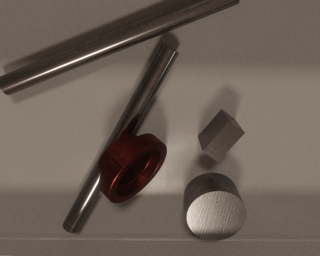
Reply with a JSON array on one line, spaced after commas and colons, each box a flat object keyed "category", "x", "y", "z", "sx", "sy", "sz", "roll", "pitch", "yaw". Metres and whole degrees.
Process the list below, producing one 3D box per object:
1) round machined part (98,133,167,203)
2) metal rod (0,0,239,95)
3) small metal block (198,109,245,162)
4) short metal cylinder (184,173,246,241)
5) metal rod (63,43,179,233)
[{"category": "round machined part", "x": -0.040, "y": 0.046, "z": 0.399, "sx": 0.042, "sy": 0.099, "sz": 0.097, "roll": 40, "pitch": 109, "yaw": 25}, {"category": "metal rod", "x": -0.054, "y": -0.104, "z": 0.372, "sx": 0.301, "sy": 0.025, "sz": 0.025, "roll": -20, "pitch": 109, "yaw": 6}, {"category": "small metal block", "x": 0.078, "y": 0.009, "z": 0.402, "sx": 0.025, "sy": 0.050, "sz": 0.050, "roll": 36, "pitch": 106, "yaw": -13}, {"category": "short metal cylinder", "x": 0.076, "y": 0.111, "z": 0.440, "sx": 0.081, "sy": 0.050, "sz": 0.079, "roll": 0, "pitch": 110, "yaw": -1}, {"category": "metal rod", "x": -0.061, "y": 0.025, "z": 0.419, "sx": 0.025, "sy": 0.025, "sz": 0.298, "roll": 28, "pitch": 107, "yaw": -10}]
